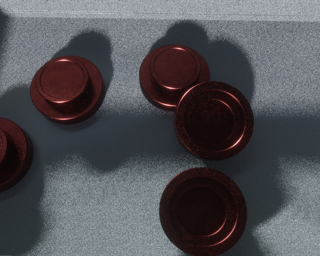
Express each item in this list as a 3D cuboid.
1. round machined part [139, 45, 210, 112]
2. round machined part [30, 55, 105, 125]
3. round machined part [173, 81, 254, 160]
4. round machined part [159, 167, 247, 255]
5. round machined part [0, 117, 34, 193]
[{"bbox_3d":[0.020,-0.075,0.428,0.099,0.042,0.098,0,70,-1],"label":"round machined part"},{"bbox_3d":[-0.127,-0.057,0.420,0.099,0.042,0.098,0,70,-1],"label":"round machined part"},{"bbox_3d":[0.065,-0.007,0.396,0.099,0.042,0.097,1,83,-8],"label":"round machined part"},{"bbox_3d":[0.048,0.099,0.365,0.099,0.042,0.098,0,70,-1],"label":"round machined part"},{"bbox_3d":[-0.216,0.031,0.387,0.099,0.042,0.098,0,70,-1],"label":"round machined part"}]
